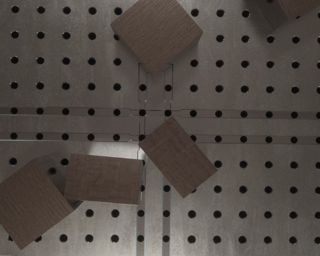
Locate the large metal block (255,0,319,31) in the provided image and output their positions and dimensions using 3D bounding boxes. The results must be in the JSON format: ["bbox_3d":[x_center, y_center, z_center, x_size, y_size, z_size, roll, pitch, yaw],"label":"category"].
[{"bbox_3d":[0.171,-0.188,0.403,0.080,0.050,0.080,-30,90,0],"label":"large metal block"}]

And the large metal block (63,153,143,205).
[{"bbox_3d":[-0.063,0.066,0.380,0.081,0.080,0.050,5,75,-1],"label":"large metal block"}]

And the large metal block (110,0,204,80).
[{"bbox_3d":[-0.004,-0.122,0.401,0.080,0.050,0.080,-41,91,0],"label":"large metal block"}]

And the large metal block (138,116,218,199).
[{"bbox_3d":[0.020,0.033,0.386,0.050,0.080,0.080,-40,91,0],"label":"large metal block"}]

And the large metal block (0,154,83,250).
[{"bbox_3d":[-0.160,0.092,0.399,0.080,0.050,0.080,-37,90,0],"label":"large metal block"}]
